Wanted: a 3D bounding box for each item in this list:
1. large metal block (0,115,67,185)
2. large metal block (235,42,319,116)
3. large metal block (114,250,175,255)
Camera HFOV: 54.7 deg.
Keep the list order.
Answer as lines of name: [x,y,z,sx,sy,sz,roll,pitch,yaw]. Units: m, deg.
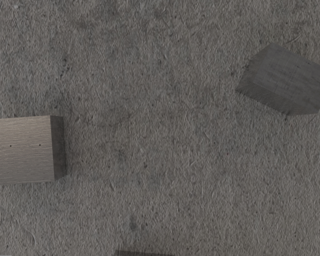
large metal block: [-0.169,0.027,0.396,0.081,0.050,0.080,-4,90,0]
large metal block: [0.150,-0.056,0.383,0.080,0.080,0.050,26,90,0]
large metal block: [-0.024,0.210,0.397,0.081,0.050,0.080,5,90,0]
